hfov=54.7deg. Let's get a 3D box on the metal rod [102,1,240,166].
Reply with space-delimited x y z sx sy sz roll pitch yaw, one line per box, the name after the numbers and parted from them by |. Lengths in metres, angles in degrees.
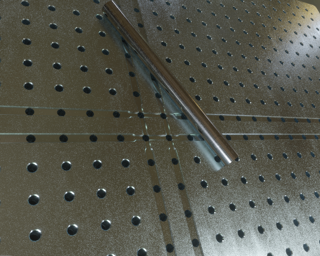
0.011 -0.071 0.458 0.025 0.025 0.300 -31 79 -38 | metal rod
